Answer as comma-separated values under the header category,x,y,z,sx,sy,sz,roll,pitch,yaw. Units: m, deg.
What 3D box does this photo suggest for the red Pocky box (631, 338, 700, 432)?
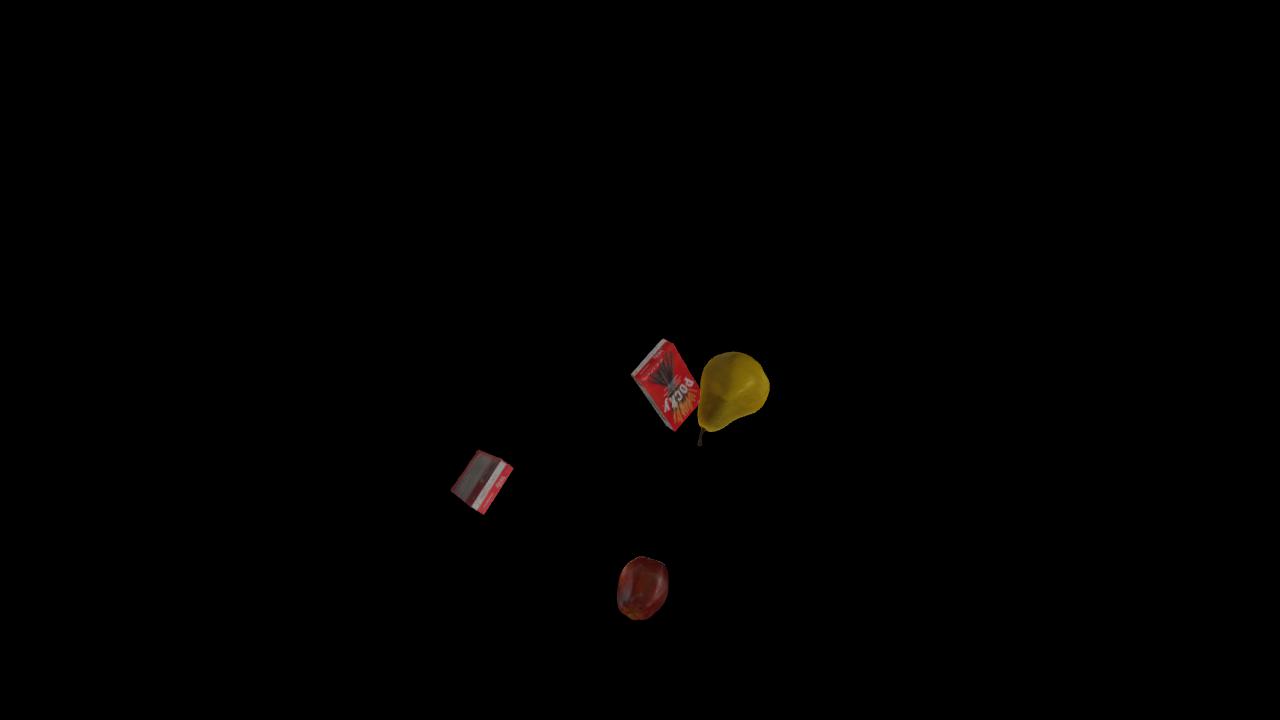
category,x,y,z,sx,sy,sz,roll,pitch,yaw
red Pocky box,0.049,0.043,1.000,0.028,0.083,0.155,27,-20,42

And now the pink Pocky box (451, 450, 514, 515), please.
category,x,y,z,sx,sy,sz,roll,pitch,yaw
pink Pocky box,-0.258,0.194,0.998,0.029,0.084,0.155,39,-19,-21

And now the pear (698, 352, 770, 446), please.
category,x,y,z,sx,sy,sz,roll,pitch,yaw
pear,0.091,0.044,0.692,0.111,0.080,0.080,-42,15,-17

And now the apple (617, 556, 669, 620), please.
category,x,y,z,sx,sy,sz,roll,pitch,yaw
apple,0.004,0.341,0.922,0.079,0.079,0.093,0,35,20
